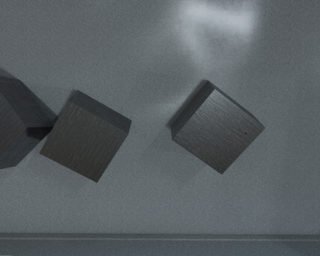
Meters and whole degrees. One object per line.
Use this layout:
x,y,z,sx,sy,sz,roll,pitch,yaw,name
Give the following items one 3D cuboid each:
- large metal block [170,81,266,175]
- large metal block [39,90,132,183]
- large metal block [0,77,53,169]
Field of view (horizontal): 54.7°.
0.071,-0.001,0.399,0.080,0.050,0.080,35,106,-13,large metal block
-0.094,0.010,0.401,0.080,0.050,0.080,30,107,-11,large metal block
-0.192,-0.005,0.377,0.080,0.050,0.080,-42,79,13,large metal block
